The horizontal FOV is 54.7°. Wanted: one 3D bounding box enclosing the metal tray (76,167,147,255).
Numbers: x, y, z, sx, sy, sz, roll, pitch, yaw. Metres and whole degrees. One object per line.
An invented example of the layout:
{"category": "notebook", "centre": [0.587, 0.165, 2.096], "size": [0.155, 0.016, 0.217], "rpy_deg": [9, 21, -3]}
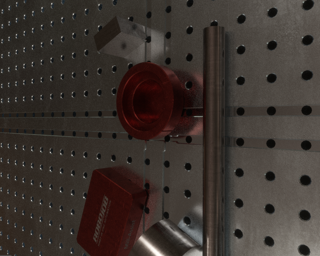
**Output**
{"category": "metal tray", "centre": [-0.076, 0.136, 0.466], "size": [0.090, 0.030, 0.129], "rpy_deg": [25, 106, 36]}

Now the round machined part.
{"category": "round machined part", "centre": [-0.008, -0.034, 0.403], "size": [0.098, 0.042, 0.097], "rpy_deg": [1, 91, 40]}

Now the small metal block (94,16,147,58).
{"category": "small metal block", "centre": [-0.056, -0.127, 0.437], "size": [0.050, 0.050, 0.025], "rpy_deg": [-27, 73, 36]}

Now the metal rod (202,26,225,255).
{"category": "metal rod", "centre": [0.062, 0.036, 0.356], "size": [0.025, 0.025, 0.298], "rpy_deg": [0, 90, 39]}

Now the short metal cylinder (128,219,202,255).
{"category": "short metal cylinder", "centre": [0.006, 0.157, 0.367], "size": [0.050, 0.081, 0.079], "rpy_deg": [32, 110, 35]}
